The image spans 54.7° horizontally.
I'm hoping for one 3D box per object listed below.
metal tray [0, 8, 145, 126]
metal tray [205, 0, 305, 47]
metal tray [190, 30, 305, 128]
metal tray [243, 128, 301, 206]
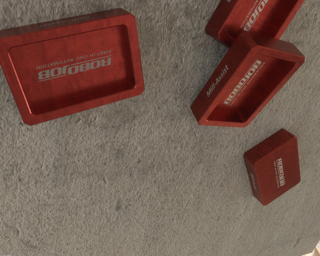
[{"bbox_3d":[-0.086,-0.063,0.317,0.131,0.030,0.089,-18,126,-18],"label":"metal tray"},{"bbox_3d":[0.125,-0.153,0.376,0.091,0.030,0.129,20,108,-36],"label":"metal tray"},{"bbox_3d":[0.109,-0.055,0.400,0.091,0.030,0.129,3,138,-30],"label":"metal tray"},{"bbox_3d":[0.206,0.074,0.562,0.090,0.030,0.130,-31,129,-8],"label":"metal tray"}]
